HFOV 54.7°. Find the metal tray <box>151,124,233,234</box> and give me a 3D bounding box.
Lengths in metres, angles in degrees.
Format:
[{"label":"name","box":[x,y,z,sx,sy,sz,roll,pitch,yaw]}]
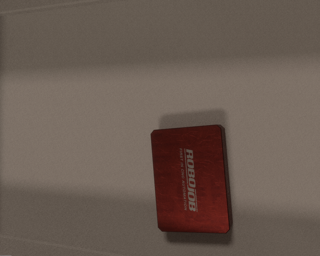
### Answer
[{"label":"metal tray","box":[0.040,0.063,0.393,0.090,0.030,0.129,-5,88,19]}]
